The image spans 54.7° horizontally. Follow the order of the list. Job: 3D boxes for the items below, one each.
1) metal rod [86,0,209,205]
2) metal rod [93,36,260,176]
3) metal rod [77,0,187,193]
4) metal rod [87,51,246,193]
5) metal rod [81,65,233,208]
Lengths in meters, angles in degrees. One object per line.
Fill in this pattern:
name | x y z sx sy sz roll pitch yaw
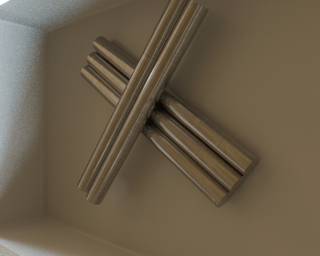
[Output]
metal rod | -0.027 -0.016 0.395 0.025 0.025 0.298 45 117 31
metal rod | 0.002 -0.045 0.404 0.300 0.025 0.025 42 116 31
metal rod | -0.043 -0.031 0.408 0.025 0.025 0.298 45 117 31
metal rod | -0.010 -0.025 0.413 0.300 0.025 0.025 42 116 32
metal rod | -0.022 -0.006 0.423 0.300 0.025 0.025 42 116 32
